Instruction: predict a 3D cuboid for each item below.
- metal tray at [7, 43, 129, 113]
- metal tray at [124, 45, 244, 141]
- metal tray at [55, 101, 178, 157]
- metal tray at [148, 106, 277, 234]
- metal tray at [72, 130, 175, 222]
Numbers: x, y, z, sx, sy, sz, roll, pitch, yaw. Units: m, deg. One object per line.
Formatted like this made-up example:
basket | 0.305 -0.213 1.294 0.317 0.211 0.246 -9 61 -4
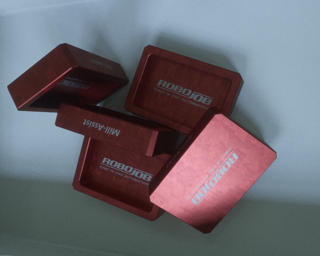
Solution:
metal tray | -0.107 -0.055 0.388 0.090 0.130 0.030 -31 80 18
metal tray | 0.029 -0.043 0.395 0.130 0.030 0.089 22 97 18
metal tray | -0.051 -0.001 0.390 0.130 0.090 0.030 17 96 19
metal tray | 0.059 0.052 0.364 0.090 0.030 0.130 34 103 -13
metal tray | -0.048 0.059 0.420 0.130 0.030 0.089 17 96 18
